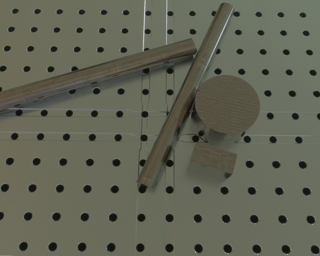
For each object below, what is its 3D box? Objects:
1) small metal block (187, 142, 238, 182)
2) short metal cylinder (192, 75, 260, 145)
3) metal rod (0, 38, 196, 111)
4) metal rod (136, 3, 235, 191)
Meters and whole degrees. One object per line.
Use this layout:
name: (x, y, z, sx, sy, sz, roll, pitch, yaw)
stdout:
small metal block: (0.063, 0.043, 0.383, 0.050, 0.050, 0.025, 16, 71, 6)
short metal cylinder: (0.084, -0.022, 0.407, 0.081, 0.050, 0.080, 0, 70, 0)
metal rod: (-0.095, -0.075, 0.438, 0.302, 0.025, 0.025, -17, 71, -7)
metal rod: (0.042, -0.056, 0.432, 0.025, 0.025, 0.300, 23, 71, 8)
